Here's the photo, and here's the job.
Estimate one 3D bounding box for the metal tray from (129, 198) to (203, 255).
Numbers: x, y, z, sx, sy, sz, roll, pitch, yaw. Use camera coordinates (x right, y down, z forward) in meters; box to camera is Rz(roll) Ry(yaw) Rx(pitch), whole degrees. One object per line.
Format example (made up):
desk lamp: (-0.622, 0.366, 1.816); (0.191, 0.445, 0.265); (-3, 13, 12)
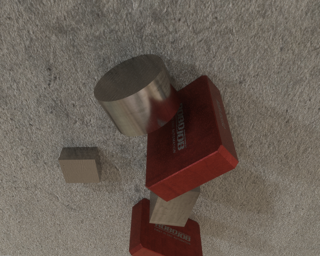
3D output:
metal tray: (0.013, 0.184, 0.521); (0.131, 0.090, 0.030); (31, 124, -24)

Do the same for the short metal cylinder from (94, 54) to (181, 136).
short metal cylinder: (-0.024, -0.037, 0.340); (0.080, 0.080, 0.050); (-18, 128, 14)

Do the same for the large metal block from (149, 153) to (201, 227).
large metal block: (0.018, 0.081, 0.440); (0.050, 0.080, 0.079); (9, 130, -8)

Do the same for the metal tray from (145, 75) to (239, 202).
metal tray: (0.029, 0.006, 0.344); (0.090, 0.130, 0.030); (-32, 123, 24)

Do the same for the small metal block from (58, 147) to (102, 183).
small metal block: (-0.115, 0.055, 0.453); (0.050, 0.025, 0.050); (-1, 130, 0)
